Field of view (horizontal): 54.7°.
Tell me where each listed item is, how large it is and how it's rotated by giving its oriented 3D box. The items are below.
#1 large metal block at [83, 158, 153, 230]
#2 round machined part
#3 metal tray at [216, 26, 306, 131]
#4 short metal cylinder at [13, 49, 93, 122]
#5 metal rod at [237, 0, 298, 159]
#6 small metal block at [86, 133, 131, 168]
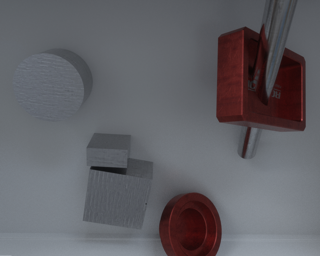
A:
[{"bbox_3d":[-0.057,0.087,0.429,0.081,0.050,0.079,10,110,-4],"label":"large metal block"},{"bbox_3d":[0.038,0.142,0.436,0.098,0.098,0.042,49,142,-16],"label":"round machined part"},{"bbox_3d":[0.115,-0.045,0.337,0.131,0.030,0.089,7,83,-41],"label":"metal tray"},{"bbox_3d":[-0.127,-0.053,0.377,0.081,0.050,0.079,0,110,-1],"label":"short metal cylinder"},{"bbox_3d":[0.108,-0.062,0.313,0.025,0.025,0.298,-5,140,2],"label":"metal rod"},{"bbox_3d":[-0.066,0.029,0.408,0.050,0.050,0.025,3,110,-2],"label":"small metal block"}]
